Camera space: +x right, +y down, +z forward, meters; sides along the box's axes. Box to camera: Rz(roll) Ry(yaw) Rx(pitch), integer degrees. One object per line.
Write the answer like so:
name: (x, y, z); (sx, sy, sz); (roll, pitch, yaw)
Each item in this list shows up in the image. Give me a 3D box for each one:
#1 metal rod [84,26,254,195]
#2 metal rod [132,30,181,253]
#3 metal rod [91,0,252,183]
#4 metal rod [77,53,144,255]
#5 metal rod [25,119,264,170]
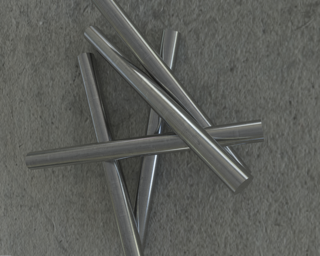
metal rod: (-0.009, -0.040, 0.368); (0.025, 0.025, 0.300); (-51, 59, 13)
metal rod: (-0.010, 0.023, 0.411); (0.025, 0.025, 0.298); (11, 93, 19)
metal rod: (0.008, -0.058, 0.380); (0.025, 0.025, 0.300); (-39, 88, 16)
metal rod: (-0.067, 0.038, 0.415); (0.025, 0.025, 0.299); (-20, 78, 18)
metal rod: (-0.032, 0.024, 0.377); (0.301, 0.025, 0.025); (-8, 87, 17)
